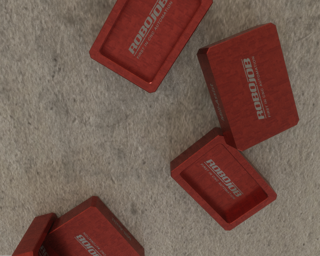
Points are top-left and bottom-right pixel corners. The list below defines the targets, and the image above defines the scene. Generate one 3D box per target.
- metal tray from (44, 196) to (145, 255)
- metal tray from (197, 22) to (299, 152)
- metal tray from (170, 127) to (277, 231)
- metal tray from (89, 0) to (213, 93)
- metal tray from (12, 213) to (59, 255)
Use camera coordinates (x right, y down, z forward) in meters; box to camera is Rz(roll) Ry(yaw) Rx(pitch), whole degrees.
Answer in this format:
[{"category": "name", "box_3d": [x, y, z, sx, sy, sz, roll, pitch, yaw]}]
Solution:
[{"category": "metal tray", "box_3d": [-0.094, 0.175, 0.464, 0.090, 0.030, 0.130, -34, 109, 5]}, {"category": "metal tray", "box_3d": [0.108, -0.048, 0.374, 0.091, 0.030, 0.129, -24, 107, -10]}, {"category": "metal tray", "box_3d": [0.088, 0.074, 0.435, 0.090, 0.030, 0.130, -40, 106, 13]}, {"category": "metal tray", "box_3d": [-0.012, -0.118, 0.363, 0.090, 0.030, 0.129, 31, 107, -11]}, {"category": "metal tray", "box_3d": [-0.155, 0.202, 0.447, 0.030, 0.090, 0.129, -16, 110, 6]}]
